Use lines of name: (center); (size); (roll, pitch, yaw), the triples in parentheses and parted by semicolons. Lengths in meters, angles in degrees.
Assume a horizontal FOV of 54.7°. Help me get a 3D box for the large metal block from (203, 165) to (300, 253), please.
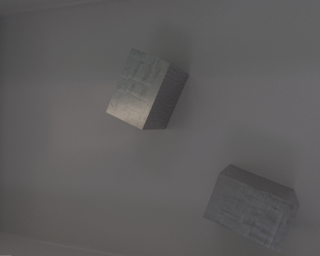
large metal block: (0.102, 0.083, 0.345); (0.080, 0.080, 0.050); (21, 97, 18)

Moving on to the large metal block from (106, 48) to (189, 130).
large metal block: (-0.012, -0.045, 0.385); (0.050, 0.080, 0.080); (26, 99, 18)
